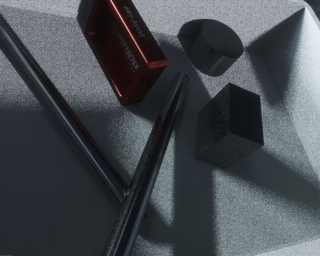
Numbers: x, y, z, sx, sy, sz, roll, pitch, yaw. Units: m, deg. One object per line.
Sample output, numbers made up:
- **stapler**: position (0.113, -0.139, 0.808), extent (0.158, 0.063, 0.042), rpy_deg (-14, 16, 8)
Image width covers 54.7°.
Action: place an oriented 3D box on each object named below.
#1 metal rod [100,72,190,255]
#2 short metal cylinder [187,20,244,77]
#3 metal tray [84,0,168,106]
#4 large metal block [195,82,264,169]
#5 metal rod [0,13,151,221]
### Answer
- **metal rod**: position (-0.006, 0.026, 0.365), extent (0.025, 0.025, 0.301), rpy_deg (30, 45, -9)
- **short metal cylinder**: position (0.093, -0.134, 0.524), extent (0.081, 0.050, 0.080), rpy_deg (14, 56, -21)
- **metal tray**: position (-0.050, -0.106, 0.402), extent (0.030, 0.090, 0.130), rpy_deg (-18, 72, -35)
- **large metal block**: position (0.092, -0.001, 0.423), extent (0.050, 0.080, 0.080), rpy_deg (20, 54, -17)
- **metal rod**: position (-0.112, -0.016, 0.355), extent (0.025, 0.025, 0.300), rpy_deg (-32, 80, -38)
